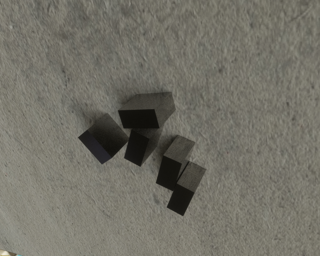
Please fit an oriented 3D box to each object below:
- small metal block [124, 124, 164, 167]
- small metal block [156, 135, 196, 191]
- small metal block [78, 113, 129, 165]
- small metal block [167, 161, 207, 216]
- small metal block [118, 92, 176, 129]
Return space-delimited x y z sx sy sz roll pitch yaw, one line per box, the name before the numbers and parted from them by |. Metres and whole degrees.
small metal block | -0.020 0.014 0.408 0.025 0.050 0.050 27 128 11
small metal block | 0.021 0.045 0.407 0.025 0.050 0.050 24 127 14
small metal block | -0.078 0.015 0.439 0.025 0.050 0.050 -34 100 38
small metal block | 0.036 0.082 0.421 0.025 0.050 0.050 26 128 12
small metal block | -0.015 -0.022 0.384 0.050 0.050 0.025 0 118 28
